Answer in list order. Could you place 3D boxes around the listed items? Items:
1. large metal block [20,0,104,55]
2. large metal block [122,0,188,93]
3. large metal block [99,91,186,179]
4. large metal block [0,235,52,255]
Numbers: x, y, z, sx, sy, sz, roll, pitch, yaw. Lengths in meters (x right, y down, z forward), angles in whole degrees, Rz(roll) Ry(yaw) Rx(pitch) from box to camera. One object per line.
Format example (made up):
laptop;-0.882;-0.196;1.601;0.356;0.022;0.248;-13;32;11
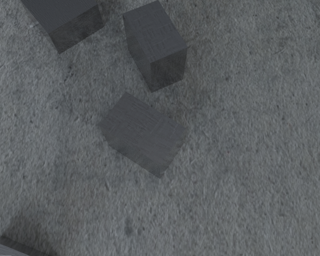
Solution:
large metal block;-0.143;-0.170;0.455;0.080;0.050;0.080;-37;75;-13
large metal block;-0.007;-0.107;0.418;0.050;0.080;0.080;-25;72;-9
large metal block;-0.019;0.012;0.374;0.080;0.080;0.050;32;73;10
large metal block;-0.166;0.169;0.331;0.080;0.050;0.080;19;71;6
